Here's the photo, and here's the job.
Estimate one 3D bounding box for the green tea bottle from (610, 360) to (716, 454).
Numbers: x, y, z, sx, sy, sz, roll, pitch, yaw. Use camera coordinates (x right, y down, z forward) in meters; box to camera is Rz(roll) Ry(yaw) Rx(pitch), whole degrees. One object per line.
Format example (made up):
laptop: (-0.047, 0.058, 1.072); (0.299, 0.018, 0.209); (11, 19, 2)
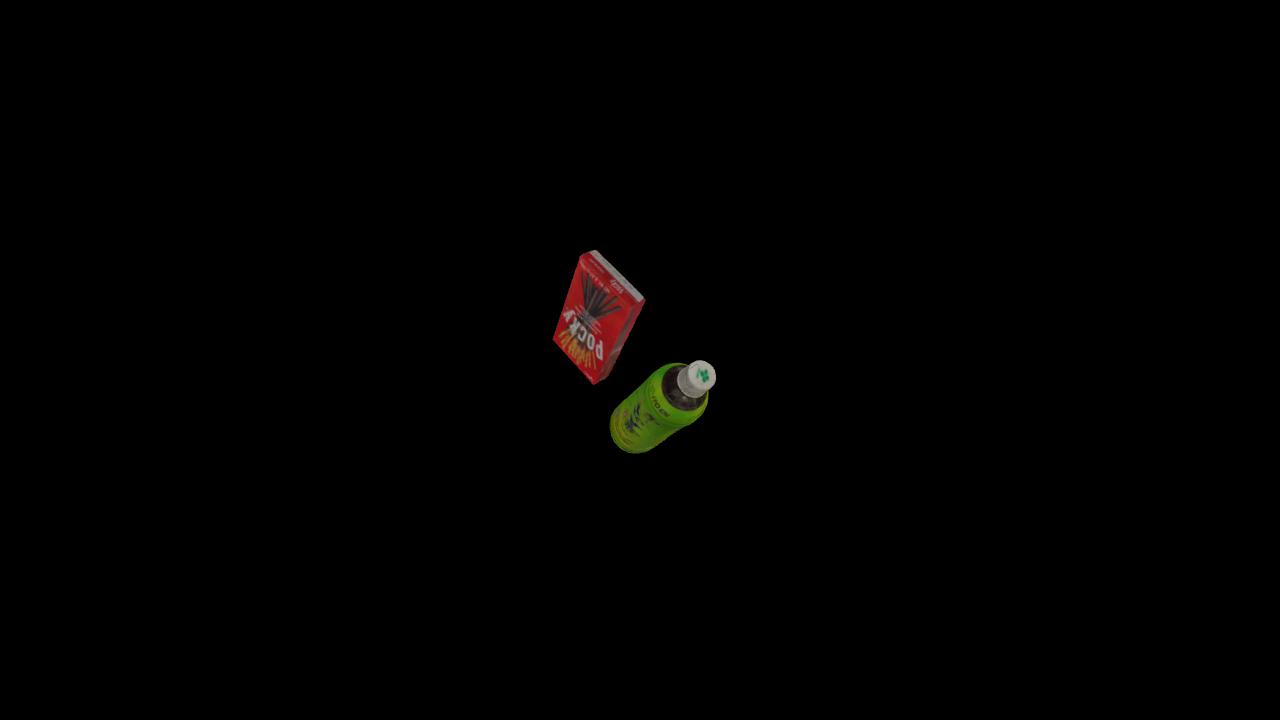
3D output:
green tea bottle: (0.025, 0.049, 0.683); (0.073, 0.073, 0.212); (0, -22, -19)

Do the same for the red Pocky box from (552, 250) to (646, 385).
red Pocky box: (-0.051, -0.043, 0.699); (0.028, 0.083, 0.155); (-35, -17, -36)
